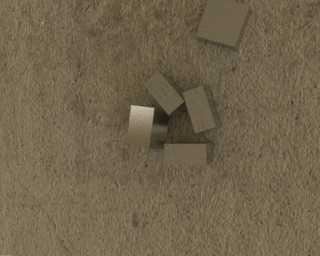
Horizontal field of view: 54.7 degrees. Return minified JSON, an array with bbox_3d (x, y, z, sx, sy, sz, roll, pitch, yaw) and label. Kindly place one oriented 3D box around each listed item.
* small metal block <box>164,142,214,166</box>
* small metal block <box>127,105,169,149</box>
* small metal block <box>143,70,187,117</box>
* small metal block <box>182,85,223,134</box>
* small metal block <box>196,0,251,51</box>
[{"bbox_3d":[0.037,0.031,0.382,0.050,0.050,0.025,-1,90,20],"label":"small metal block"},{"bbox_3d":[-0.016,-0.002,0.403,0.050,0.025,0.050,11,95,50],"label":"small metal block"},{"bbox_3d":[0.012,-0.042,0.391,0.025,0.050,0.050,-42,77,15],"label":"small metal block"},{"bbox_3d":[0.053,-0.021,0.377,0.025,0.050,0.050,-19,84,19],"label":"small metal block"},{"bbox_3d":[0.078,-0.128,0.381,0.050,0.025,0.050,21,97,18],"label":"small metal block"}]
